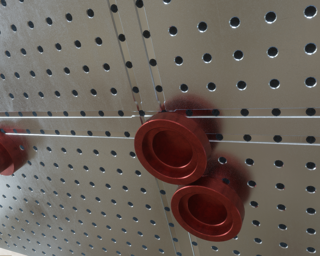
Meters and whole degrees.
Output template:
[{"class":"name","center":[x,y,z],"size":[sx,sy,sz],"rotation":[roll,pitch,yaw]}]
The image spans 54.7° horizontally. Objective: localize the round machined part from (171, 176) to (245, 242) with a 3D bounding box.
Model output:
[{"class":"round machined part","center":[0.068,0.106,0.429],"size":[0.098,0.042,0.097],"rotation":[13,124,20]}]

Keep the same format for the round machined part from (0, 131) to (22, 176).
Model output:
[{"class":"round machined part","center":[-0.321,0.053,0.599],"size":[0.098,0.042,0.097],"rotation":[13,124,20]}]

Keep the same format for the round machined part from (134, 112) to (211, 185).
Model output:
[{"class":"round machined part","center":[0.019,0.022,0.403],"size":[0.098,0.042,0.097],"rotation":[13,124,20]}]
